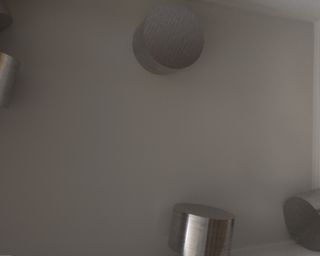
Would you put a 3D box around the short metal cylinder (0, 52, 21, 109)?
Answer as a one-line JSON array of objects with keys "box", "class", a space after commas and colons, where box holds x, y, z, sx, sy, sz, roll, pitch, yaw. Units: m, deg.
[{"box": [-0.189, -0.054, 0.311, 0.081, 0.080, 0.050, 14, 85, -20], "class": "short metal cylinder"}]

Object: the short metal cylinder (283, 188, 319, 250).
[{"box": [0.237, 0.137, 0.471, 0.050, 0.080, 0.079, -12, 95, -20], "class": "short metal cylinder"}]

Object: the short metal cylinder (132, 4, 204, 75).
[{"box": [0.010, -0.112, 0.402, 0.081, 0.050, 0.079, 0, 90, -21], "class": "short metal cylinder"}]

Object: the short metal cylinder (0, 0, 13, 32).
[{"box": [-0.197, -0.124, 0.308, 0.081, 0.080, 0.050, -20, 97, -19], "class": "short metal cylinder"}]

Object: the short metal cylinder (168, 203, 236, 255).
[{"box": [0.054, 0.133, 0.403, 0.081, 0.080, 0.050, 10, 87, -20], "class": "short metal cylinder"}]
